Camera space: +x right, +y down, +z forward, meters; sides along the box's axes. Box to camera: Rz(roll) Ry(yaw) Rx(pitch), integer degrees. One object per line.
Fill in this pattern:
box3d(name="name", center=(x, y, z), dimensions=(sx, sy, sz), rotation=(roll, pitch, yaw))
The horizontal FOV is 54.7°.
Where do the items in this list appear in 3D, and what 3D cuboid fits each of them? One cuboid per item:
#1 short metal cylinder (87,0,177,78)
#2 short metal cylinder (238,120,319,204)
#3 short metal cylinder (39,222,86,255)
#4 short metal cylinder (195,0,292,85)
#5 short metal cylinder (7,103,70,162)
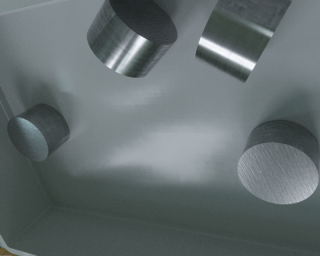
box3d(name="short metal cylinder", center=(-0.029, -0.100, 0.327), dimensions=(0.080, 0.080, 0.050), rotation=(44, 129, -2))
box3d(name="short metal cylinder", center=(0.133, 0.037, 0.346), dimensions=(0.080, 0.050, 0.079), rotation=(13, 124, 21))
box3d(name="short metal cylinder", center=(-0.205, 0.247, 0.657), dimensions=(0.080, 0.050, 0.079), rotation=(13, 124, 21))
box3d(name="short metal cylinder", center=(0.074, -0.087, 0.280), dimensions=(0.050, 0.080, 0.079), rotation=(30, 128, 9))
box3d(name="short metal cylinder", center=(-0.195, 0.007, 0.500), dimensions=(0.080, 0.050, 0.079), rotation=(13, 124, 21))
